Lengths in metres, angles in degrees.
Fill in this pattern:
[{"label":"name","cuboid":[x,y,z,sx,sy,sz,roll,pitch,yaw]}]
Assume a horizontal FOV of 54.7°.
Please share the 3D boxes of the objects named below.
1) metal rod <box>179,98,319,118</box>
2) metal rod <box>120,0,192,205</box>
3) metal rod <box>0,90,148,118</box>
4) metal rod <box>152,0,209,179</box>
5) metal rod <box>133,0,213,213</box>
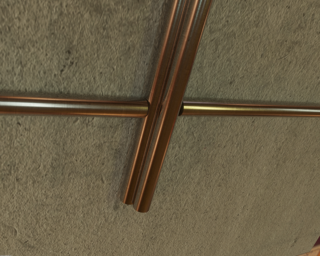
[{"label":"metal rod","cuboid":[0.157,-0.029,0.479,0.303,0.025,0.025,-1,119,-29]},{"label":"metal rod","cuboid":[-0.009,-0.028,0.389,0.025,0.025,0.298,1,118,-29]},{"label":"metal rod","cuboid":[-0.153,-0.025,0.310,0.303,0.025,0.025,0,118,-29]},{"label":"metal rod","cuboid":[0.011,-0.023,0.403,0.025,0.025,0.298,1,118,-29]},{"label":"metal rod","cuboid":[0.010,-0.019,0.377,0.025,0.025,0.298,1,118,-29]}]
